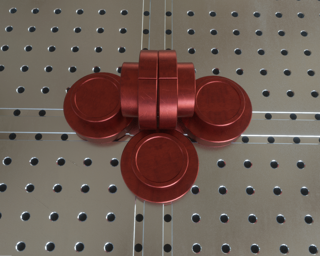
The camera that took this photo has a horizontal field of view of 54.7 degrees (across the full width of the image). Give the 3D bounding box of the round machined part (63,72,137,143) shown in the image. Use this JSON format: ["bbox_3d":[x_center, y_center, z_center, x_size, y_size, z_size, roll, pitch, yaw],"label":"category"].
[{"bbox_3d":[-0.080,-0.032,0.413,0.099,0.042,0.098,0,70,-1],"label":"round machined part"}]

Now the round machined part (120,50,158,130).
[{"bbox_3d":[-0.024,-0.047,0.383,0.042,0.098,0.098,1,70,0],"label":"round machined part"}]

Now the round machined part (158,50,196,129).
[{"bbox_3d":[0.020,-0.047,0.385,0.042,0.098,0.098,-1,70,-1],"label":"round machined part"}]

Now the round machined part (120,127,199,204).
[{"bbox_3d":[0.000,0.044,0.386,0.099,0.042,0.098,0,70,-1],"label":"round machined part"}]

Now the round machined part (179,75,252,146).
[{"bbox_3d":[0.074,-0.028,0.413,0.099,0.042,0.098,0,70,-1],"label":"round machined part"}]
